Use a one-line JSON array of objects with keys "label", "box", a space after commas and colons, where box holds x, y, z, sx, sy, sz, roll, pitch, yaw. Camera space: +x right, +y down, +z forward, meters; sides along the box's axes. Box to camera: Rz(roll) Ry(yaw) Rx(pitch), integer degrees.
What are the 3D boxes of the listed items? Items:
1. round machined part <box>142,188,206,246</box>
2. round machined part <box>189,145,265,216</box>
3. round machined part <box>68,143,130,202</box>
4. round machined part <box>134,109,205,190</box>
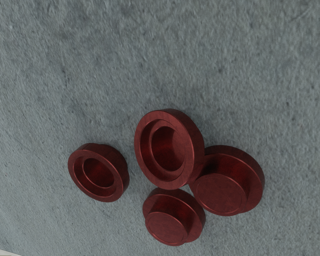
[{"label": "round machined part", "box": [0.016, 0.141, 0.473, 0.098, 0.042, 0.097, 13, 124, 20]}, {"label": "round machined part", "box": [0.081, 0.074, 0.398, 0.098, 0.042, 0.097, 13, 124, 20]}, {"label": "round machined part", "box": [-0.090, 0.064, 0.481, 0.098, 0.042, 0.097, 13, 124, 20]}, {"label": "round machined part", "box": [0.016, 0.024, 0.386, 0.098, 0.042, 0.097, 11, 106, 42]}]
